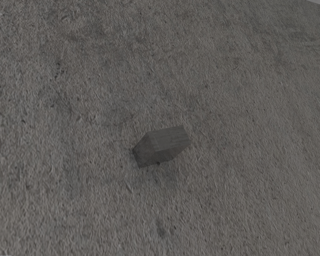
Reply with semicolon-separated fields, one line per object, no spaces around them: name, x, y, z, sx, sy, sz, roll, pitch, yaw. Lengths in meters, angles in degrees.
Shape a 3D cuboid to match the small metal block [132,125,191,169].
small metal block;0.001;0.023;0.374;0.050;0.050;0.025;-11;67;-33
